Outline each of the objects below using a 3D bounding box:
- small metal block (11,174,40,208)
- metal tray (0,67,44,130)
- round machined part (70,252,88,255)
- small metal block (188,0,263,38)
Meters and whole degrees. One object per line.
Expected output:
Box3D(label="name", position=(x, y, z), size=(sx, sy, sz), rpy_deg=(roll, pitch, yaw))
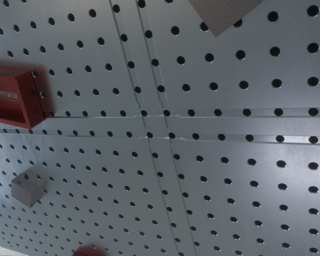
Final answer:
Box3D(label="small metal block", position=(-0.277, 0.130, 0.638), size=(0.050, 0.025, 0.050), rpy_deg=(28, 128, 10))
Box3D(label="metal tray", position=(-0.261, -0.053, 0.513), size=(0.130, 0.030, 0.089), rpy_deg=(11, 123, 22))
Box3D(label="round machined part", position=(-0.175, 0.333, 0.699), size=(0.098, 0.042, 0.097), rpy_deg=(13, 124, 21))
Box3D(label="small metal block", position=(0.062, -0.126, 0.301), size=(0.050, 0.025, 0.050), rpy_deg=(-32, 101, 38))
